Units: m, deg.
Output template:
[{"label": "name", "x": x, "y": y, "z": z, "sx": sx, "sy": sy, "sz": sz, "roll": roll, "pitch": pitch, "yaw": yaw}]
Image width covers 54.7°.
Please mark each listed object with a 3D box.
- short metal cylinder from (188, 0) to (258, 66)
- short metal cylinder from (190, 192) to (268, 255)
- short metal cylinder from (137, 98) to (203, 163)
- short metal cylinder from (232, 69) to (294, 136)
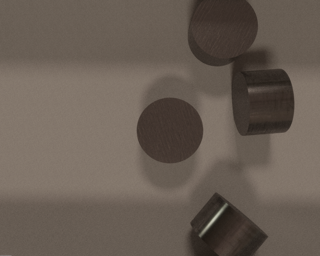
[{"label": "short metal cylinder", "x": 0.079, "y": -0.124, "z": 0.400, "sx": 0.081, "sy": 0.050, "sz": 0.079, "roll": 0, "pitch": 90, "yaw": -1}, {"label": "short metal cylinder", "x": 0.085, "y": 0.126, "z": 0.385, "sx": 0.080, "sy": 0.080, "sz": 0.050, "roll": 40, "pitch": 90, "yaw": -1}, {"label": "short metal cylinder", "x": 0.012, "y": 0.003, "z": 0.399, "sx": 0.081, "sy": 0.050, "sz": 0.079, "roll": 0, "pitch": 90, "yaw": -1}, {"label": "short metal cylinder", "x": 0.125, "y": -0.032, "z": 0.386, "sx": 0.050, "sy": 0.080, "sz": 0.079, "roll": -5, "pitch": 90, "yaw": 0}]
